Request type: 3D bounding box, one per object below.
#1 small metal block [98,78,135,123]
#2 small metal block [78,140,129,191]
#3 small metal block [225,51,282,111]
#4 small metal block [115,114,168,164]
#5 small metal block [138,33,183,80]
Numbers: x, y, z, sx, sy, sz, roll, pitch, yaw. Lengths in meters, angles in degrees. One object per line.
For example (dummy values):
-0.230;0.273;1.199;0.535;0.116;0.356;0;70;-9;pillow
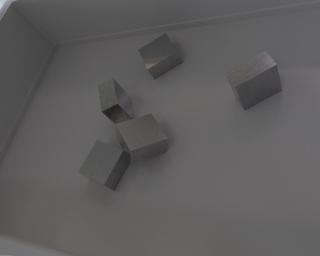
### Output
-0.061;-0.035;0.443;0.025;0.050;0.050;-25;53;13;small metal block
-0.073;0.049;0.414;0.050;0.025;0.050;17;70;34;small metal block
0.111;-0.054;0.364;0.050;0.050;0.025;-30;52;9;small metal block
-0.024;0.013;0.397;0.050;0.025;0.050;-18;48;-20;small metal block
0.000;-0.110;0.473;0.050;0.025;0.050;-30;52;9;small metal block
